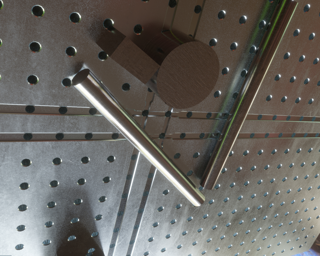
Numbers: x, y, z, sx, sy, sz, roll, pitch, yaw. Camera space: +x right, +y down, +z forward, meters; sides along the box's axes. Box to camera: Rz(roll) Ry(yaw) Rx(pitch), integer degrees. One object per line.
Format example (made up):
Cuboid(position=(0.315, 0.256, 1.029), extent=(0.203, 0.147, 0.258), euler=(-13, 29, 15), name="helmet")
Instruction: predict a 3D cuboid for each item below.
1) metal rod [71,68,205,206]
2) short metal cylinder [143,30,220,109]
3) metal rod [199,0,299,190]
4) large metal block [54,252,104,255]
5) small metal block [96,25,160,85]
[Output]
Cuboid(position=(-0.010, 0.033, 0.427), extent=(0.025, 0.025, 0.300), euler=(-41, 130, -1), name="metal rod")
Cuboid(position=(0.022, -0.069, 0.366), extent=(0.081, 0.050, 0.079), euler=(-14, 125, -21), name="short metal cylinder")
Cuboid(position=(0.122, -0.036, 0.458), extent=(0.025, 0.025, 0.298), euler=(5, 116, -31), name="metal rod")
Cuboid(position=(-0.118, 0.234, 0.457), extent=(0.081, 0.080, 0.050), euler=(19, 108, -36), name="large metal block")
Cuboid(position=(-0.034, -0.078, 0.329), extent=(0.050, 0.050, 0.025), euler=(34, 99, -39), name="small metal block")
